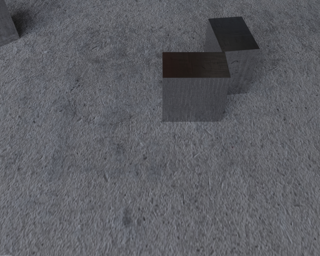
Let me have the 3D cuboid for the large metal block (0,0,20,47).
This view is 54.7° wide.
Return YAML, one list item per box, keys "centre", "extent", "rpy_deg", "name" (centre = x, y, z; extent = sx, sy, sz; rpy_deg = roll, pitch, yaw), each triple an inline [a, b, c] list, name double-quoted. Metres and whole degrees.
- centre: [-0.295, -0.194, 0.528]
  extent: [0.050, 0.080, 0.080]
  rpy_deg: [-36, 59, -26]
  name: "large metal block"

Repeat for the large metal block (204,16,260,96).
- centre: [0.100, -0.105, 0.457]
  extent: [0.050, 0.080, 0.080]
  rpy_deg: [-6, 50, -5]
  name: "large metal block"

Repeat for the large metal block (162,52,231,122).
- centre: [0.043, -0.053, 0.412]
  extent: [0.081, 0.080, 0.050]
  rpy_deg: [0, 50, 0]
  name: "large metal block"
